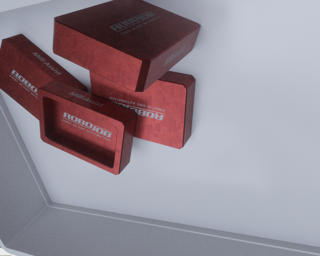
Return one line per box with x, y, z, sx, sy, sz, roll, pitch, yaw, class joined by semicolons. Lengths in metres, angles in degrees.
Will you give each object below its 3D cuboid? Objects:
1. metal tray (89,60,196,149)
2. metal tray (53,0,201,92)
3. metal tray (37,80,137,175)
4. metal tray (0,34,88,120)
-0.024;-0.032;0.397;0.130;0.030;0.089;14;124;19;metal tray
-0.025;-0.088;0.298;0.090;0.131;0.030;27;128;11;metal tray
-0.100;-0.001;0.416;0.130;0.030;0.089;22;127;14;metal tray
-0.179;-0.063;0.459;0.130;0.030;0.089;40;129;1;metal tray
